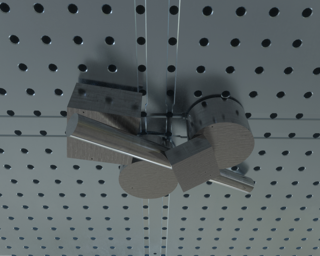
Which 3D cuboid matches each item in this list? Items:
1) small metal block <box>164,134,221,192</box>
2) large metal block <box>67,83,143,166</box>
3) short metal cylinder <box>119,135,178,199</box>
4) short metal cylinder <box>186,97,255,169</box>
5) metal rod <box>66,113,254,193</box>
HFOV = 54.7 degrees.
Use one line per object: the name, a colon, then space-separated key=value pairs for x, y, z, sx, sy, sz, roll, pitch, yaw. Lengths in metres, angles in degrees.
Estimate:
small metal block: x=0.039 y=0.042 z=0.368 sx=0.050 sy=0.025 sz=0.050 roll=-25 pitch=128 yaw=-3
large metal block: x=-0.069 y=-0.003 z=0.385 sx=0.081 sy=0.050 sz=0.079 roll=8 pitch=130 yaw=-7
short metal cylinder: x=-0.015 y=0.055 z=0.437 sx=0.081 sy=0.050 sz=0.079 roll=0 pitch=130 yaw=0
short metal cylinder: x=0.075 y=0.008 z=0.398 sx=0.081 sy=0.050 sz=0.079 roll=0 pitch=130 yaw=0
metal rod: x=0.025 y=0.043 z=0.398 sx=0.302 sy=0.025 sz=0.025 roll=22 pitch=128 yaw=-36
